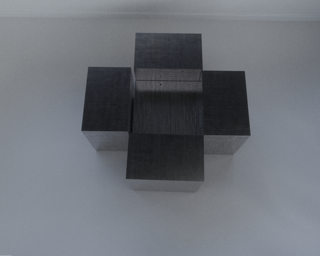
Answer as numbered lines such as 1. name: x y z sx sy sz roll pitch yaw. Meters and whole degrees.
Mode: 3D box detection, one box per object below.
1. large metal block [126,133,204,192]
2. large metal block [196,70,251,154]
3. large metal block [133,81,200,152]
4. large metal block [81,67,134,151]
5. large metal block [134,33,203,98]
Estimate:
1. large metal block: 0.006 0.043 0.363 0.080 0.080 0.050 2 70 0
2. large metal block: 0.074 -0.016 0.386 0.050 0.080 0.080 1 70 0
3. large metal block: 0.008 -0.013 0.399 0.080 0.050 0.080 1 70 0
4. large metal block: -0.059 -0.021 0.387 0.050 0.080 0.080 1 70 0
5. large metal block: 0.010 -0.079 0.408 0.080 0.080 0.050 1 70 0
